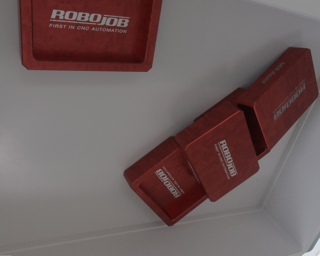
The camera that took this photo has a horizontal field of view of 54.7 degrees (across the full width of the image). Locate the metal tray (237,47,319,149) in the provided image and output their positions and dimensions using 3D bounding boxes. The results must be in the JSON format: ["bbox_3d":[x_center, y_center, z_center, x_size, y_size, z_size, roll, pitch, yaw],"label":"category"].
[{"bbox_3d":[0.174,-0.044,0.448,0.130,0.030,0.090,-43,126,-17],"label":"metal tray"}]

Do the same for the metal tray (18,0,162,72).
[{"bbox_3d":[-0.067,-0.103,0.304,0.131,0.030,0.089,-4,120,-27],"label":"metal tray"}]

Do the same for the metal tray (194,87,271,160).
[{"bbox_3d":[0.115,0.013,0.476,0.090,0.030,0.130,-36,129,-4],"label":"metal tray"}]

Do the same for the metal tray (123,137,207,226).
[{"bbox_3d":[0.017,0.084,0.466,0.090,0.030,0.130,-37,129,-3],"label":"metal tray"}]

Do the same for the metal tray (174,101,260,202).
[{"bbox_3d":[0.085,0.037,0.435,0.090,0.030,0.130,-34,129,-6],"label":"metal tray"}]
